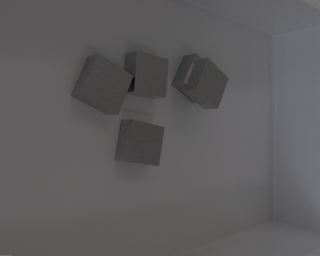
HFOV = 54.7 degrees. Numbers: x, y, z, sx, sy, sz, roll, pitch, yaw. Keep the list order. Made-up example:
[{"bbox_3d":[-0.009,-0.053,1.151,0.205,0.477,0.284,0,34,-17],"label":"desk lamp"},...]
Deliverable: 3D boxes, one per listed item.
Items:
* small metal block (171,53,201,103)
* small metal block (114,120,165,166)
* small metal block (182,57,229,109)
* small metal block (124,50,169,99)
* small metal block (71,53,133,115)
[{"bbox_3d":[0.050,-0.071,0.448,0.050,0.025,0.050,36,68,-34],"label":"small metal block"},{"bbox_3d":[-0.025,0.019,0.386,0.050,0.025,0.050,14,81,-39],"label":"small metal block"},{"bbox_3d":[0.064,-0.060,0.427,0.050,0.025,0.050,35,69,-35],"label":"small metal block"},{"bbox_3d":[-0.018,-0.066,0.391,0.050,0.025,0.050,6,86,-40],"label":"small metal block"},{"bbox_3d":[-0.065,-0.048,0.352,0.050,0.025,0.050,30,72,-36],"label":"small metal block"}]
